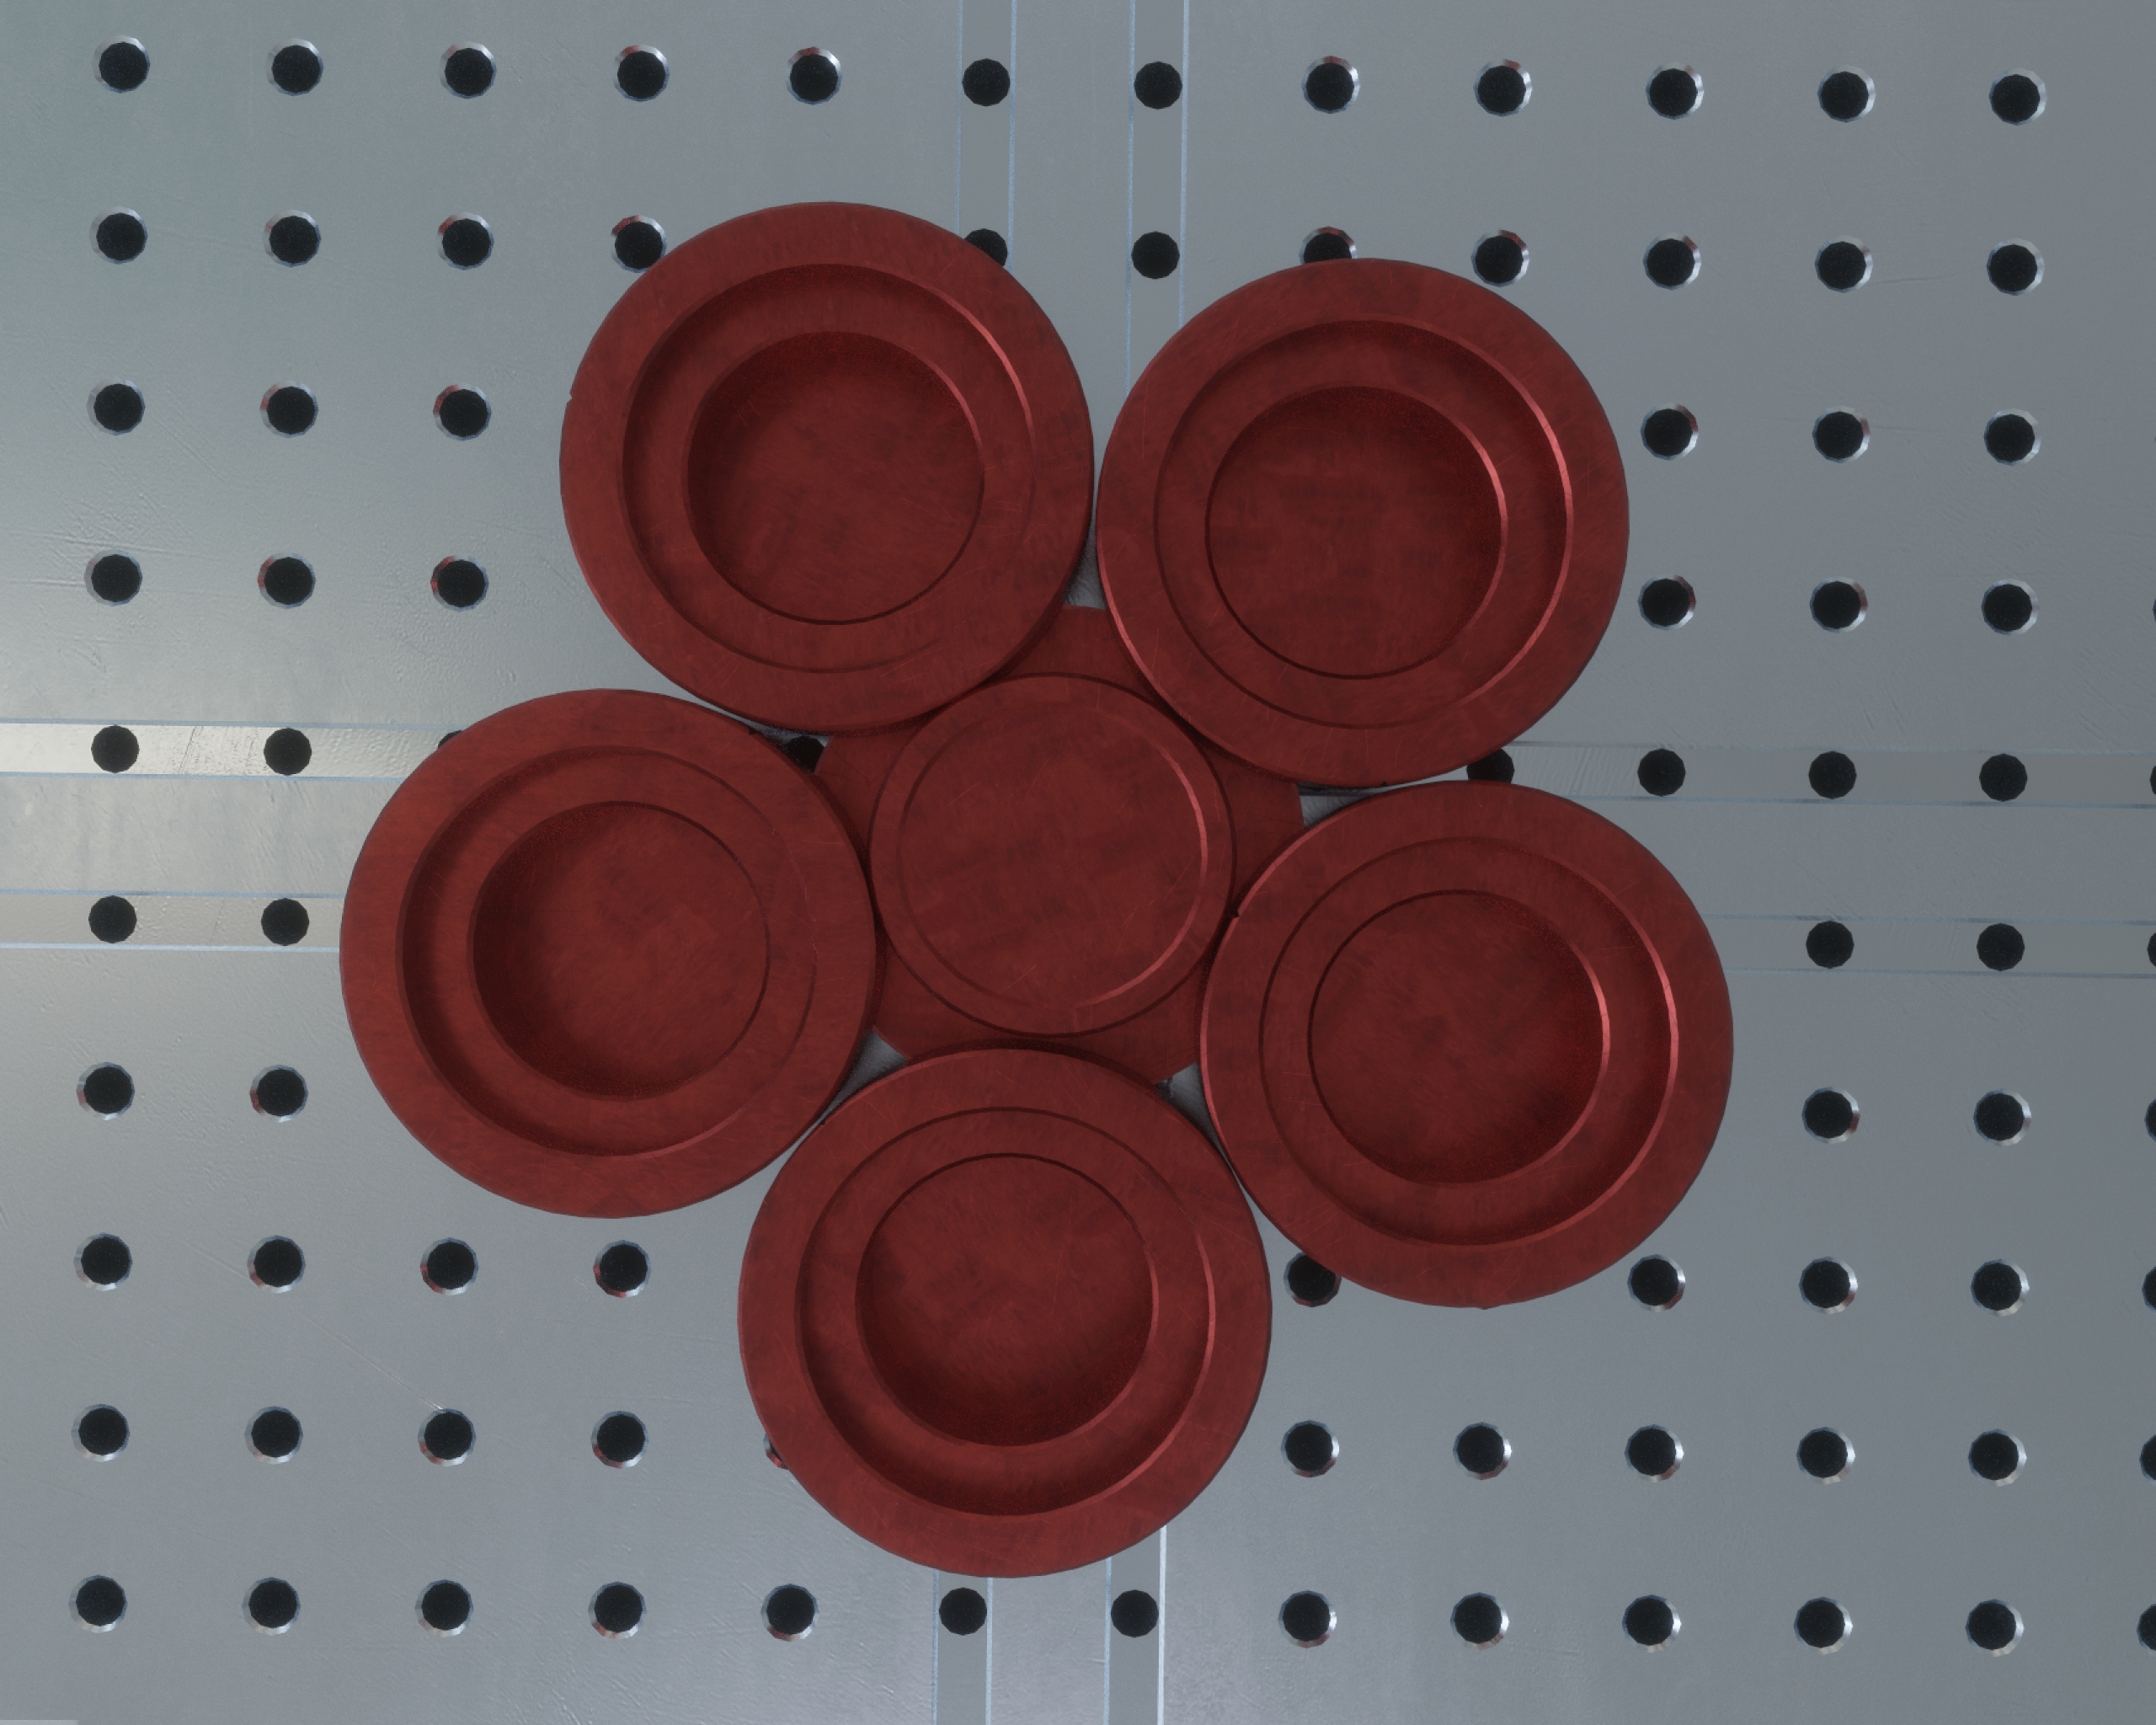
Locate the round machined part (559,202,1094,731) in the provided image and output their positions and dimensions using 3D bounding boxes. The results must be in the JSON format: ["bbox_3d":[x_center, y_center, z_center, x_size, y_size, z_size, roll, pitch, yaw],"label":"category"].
[{"bbox_3d":[-0.046,-0.073,0.404,0.099,0.042,0.097,0,90,0],"label":"round machined part"}]

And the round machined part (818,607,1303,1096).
[{"bbox_3d":[-0.005,-0.001,0.404,0.099,0.042,0.097,0,90,0],"label":"round machined part"}]

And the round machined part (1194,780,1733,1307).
[{"bbox_3d":[0.072,0.033,0.405,0.099,0.042,0.097,0,90,0],"label":"round machined part"}]

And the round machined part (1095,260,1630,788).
[{"bbox_3d":[0.053,-0.063,0.405,0.099,0.042,0.097,0,90,0],"label":"round machined part"}]

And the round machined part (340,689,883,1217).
[{"bbox_3d":[-0.086,0.016,0.404,0.099,0.042,0.097,0,90,0],"label":"round machined part"}]

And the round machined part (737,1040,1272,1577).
[{"bbox_3d":[-0.013,0.083,0.404,0.099,0.042,0.097,0,90,0],"label":"round machined part"}]
